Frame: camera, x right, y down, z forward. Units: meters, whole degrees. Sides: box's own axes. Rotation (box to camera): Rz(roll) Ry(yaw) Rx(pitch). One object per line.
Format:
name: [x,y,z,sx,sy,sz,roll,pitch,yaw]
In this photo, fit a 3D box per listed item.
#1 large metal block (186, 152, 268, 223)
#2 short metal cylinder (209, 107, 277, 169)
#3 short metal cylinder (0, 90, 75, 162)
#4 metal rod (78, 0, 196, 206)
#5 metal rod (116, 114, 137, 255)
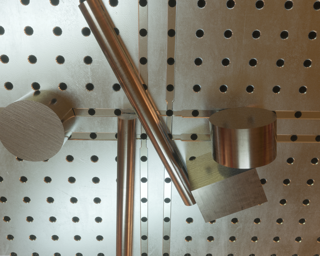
large metal block: [0.084,0.068,0.410,0.080,0.080,0.050,-22,109,8]
short metal cylinder: [0.104,0.010,0.389,0.080,0.080,0.050,-7,110,2]
short metal cylinder: [-0.156,-0.004,0.397,0.081,0.050,0.079,0,110,0]
metal rod: [-0.018,-0.020,0.405,0.025,0.025,0.299,-25,109,8]
metal rod: [-0.052,0.125,0.458,0.025,0.025,0.298,3,110,-1]
